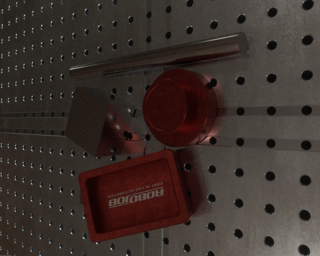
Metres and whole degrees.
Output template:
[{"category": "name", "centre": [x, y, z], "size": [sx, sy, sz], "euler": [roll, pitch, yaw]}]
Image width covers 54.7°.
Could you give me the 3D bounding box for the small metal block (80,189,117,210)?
[{"category": "small metal block", "centre": [-0.082, 0.099, 0.458], "size": [0.050, 0.050, 0.025], "euler": [2, 91, 39]}]

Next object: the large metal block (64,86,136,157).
[{"category": "large metal block", "centre": [-0.092, -0.011, 0.466], "size": [0.080, 0.050, 0.079], "euler": [28, 108, 36]}]

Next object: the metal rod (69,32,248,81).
[{"category": "metal rod", "centre": [-0.027, -0.092, 0.429], "size": [0.300, 0.025, 0.025], "euler": [0, 90, 39]}]

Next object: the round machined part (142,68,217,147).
[{"category": "round machined part", "centre": [0.017, -0.025, 0.383], "size": [0.098, 0.042, 0.097], "euler": [0, 90, 39]}]

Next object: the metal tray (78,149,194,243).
[{"category": "metal tray", "centre": [-0.032, 0.086, 0.395], "size": [0.130, 0.030, 0.090], "euler": [-16, 78, 12]}]
